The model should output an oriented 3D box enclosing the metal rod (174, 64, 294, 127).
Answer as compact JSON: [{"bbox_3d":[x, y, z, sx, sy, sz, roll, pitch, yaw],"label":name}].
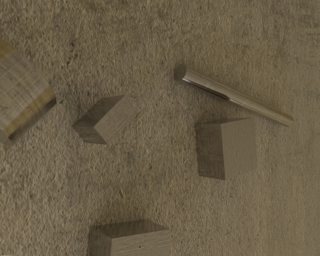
[{"bbox_3d":[0.141,-0.045,0.521,0.302,0.025,0.025,15,80,-39],"label":"metal rod"}]

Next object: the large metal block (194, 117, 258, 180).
[{"bbox_3d":[0.102,0.028,0.474,0.081,0.050,0.079,-10,96,-40],"label":"large metal block"}]

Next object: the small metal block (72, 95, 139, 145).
[{"bbox_3d":[-0.060,-0.009,0.338,0.050,0.050,0.025,-50,120,-28],"label":"small metal block"}]

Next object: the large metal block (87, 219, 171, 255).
[{"bbox_3d":[-0.037,0.156,0.358,0.081,0.050,0.080,7,86,-40],"label":"large metal block"}]

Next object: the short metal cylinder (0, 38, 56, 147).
[{"bbox_3d":[-0.135,-0.030,0.256,0.080,0.080,0.050,52,60,-27],"label":"short metal cylinder"}]
